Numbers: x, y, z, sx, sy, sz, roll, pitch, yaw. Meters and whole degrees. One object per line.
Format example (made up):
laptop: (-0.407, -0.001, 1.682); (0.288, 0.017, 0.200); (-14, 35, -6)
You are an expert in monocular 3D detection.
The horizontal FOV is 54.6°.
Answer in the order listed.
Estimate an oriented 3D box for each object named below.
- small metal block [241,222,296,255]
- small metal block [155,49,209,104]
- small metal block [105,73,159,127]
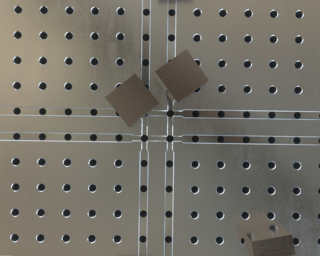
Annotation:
small metal block: (0.138, 0.146, 0.402); (0.050, 0.050, 0.025); (-10, 90, 0)
small metal block: (0.029, -0.068, 0.414); (0.050, 0.025, 0.050); (-36, 90, 0)
small metal block: (-0.036, -0.036, 0.413); (0.050, 0.025, 0.050); (-38, 90, 0)
